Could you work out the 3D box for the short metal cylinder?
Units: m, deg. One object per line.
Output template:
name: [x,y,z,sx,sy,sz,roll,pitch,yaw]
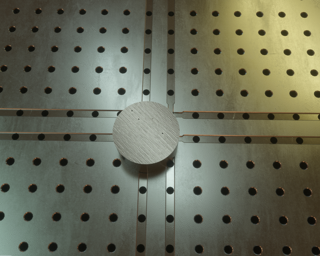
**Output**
short metal cylinder: [-0.016,0.013,0.394,0.080,0.050,0.080,0,70,0]
